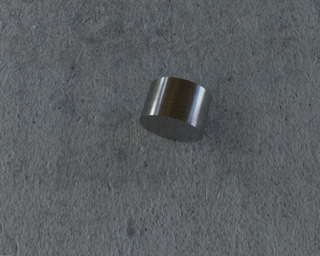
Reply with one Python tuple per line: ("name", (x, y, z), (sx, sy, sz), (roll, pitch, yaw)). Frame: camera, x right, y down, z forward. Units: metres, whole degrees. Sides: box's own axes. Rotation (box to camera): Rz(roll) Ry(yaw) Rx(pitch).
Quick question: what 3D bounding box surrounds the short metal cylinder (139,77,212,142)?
("short metal cylinder", (0.020, -0.021, 0.387), (0.080, 0.080, 0.050), (14, 71, 5))
